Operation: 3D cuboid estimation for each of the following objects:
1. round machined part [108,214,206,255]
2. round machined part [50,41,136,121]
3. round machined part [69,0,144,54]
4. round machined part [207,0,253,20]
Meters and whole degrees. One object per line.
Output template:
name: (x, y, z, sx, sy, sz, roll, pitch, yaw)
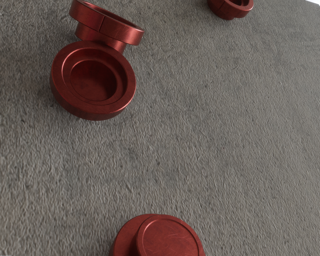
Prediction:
round machined part: (0.003, 0.124, 0.299, 0.099, 0.042, 0.098, 17, 35, -13)
round machined part: (-0.082, -0.053, 0.376, 0.099, 0.042, 0.098, 10, 64, -22)
round machined part: (-0.074, -0.131, 0.414, 0.098, 0.042, 0.098, 24, 19, -8)
round machined part: (0.134, -0.256, 0.621, 0.099, 0.042, 0.098, 14, 56, -21)
